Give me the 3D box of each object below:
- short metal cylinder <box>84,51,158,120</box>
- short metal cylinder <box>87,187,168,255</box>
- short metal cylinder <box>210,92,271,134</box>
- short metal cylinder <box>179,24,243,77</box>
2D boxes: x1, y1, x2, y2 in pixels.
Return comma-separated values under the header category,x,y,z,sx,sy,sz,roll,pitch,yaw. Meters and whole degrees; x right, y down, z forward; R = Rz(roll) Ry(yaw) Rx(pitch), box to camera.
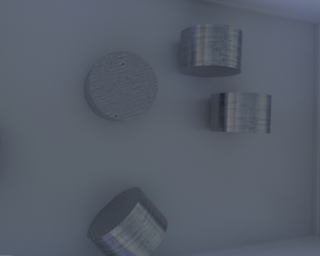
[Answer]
category,x,y,z,sx,sy,sz,roll,pitch,yaw
short metal cylinder,-0.049,-0.049,0.380,0.081,0.050,0.079,0,90,-21
short metal cylinder,-0.038,0.117,0.368,0.080,0.080,0.050,-42,104,-15
short metal cylinder,0.109,-0.019,0.423,0.081,0.080,0.050,2,89,-20
short metal cylinder,0.066,-0.098,0.407,0.081,0.080,0.050,3,89,-20
